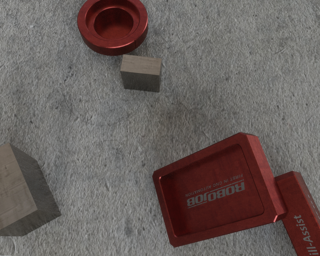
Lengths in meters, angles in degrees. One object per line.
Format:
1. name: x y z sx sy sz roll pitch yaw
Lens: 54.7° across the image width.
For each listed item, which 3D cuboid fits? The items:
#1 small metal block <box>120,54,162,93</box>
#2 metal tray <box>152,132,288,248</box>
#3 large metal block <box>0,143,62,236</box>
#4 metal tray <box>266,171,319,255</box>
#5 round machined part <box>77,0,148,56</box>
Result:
1. small metal block: -0.024 -0.073 0.421 0.050 0.050 0.025 7 70 2
2. metal tray: 0.057 0.070 0.338 0.130 0.030 0.090 -29 67 33
3. large metal block: -0.163 0.073 0.350 0.050 0.080 0.080 -28 73 -10
4. metal tray: 0.162 0.113 0.332 0.030 0.090 0.130 -27 70 22
5. round machined part: -0.066 -0.146 0.452 0.099 0.042 0.098 0 70 -1
